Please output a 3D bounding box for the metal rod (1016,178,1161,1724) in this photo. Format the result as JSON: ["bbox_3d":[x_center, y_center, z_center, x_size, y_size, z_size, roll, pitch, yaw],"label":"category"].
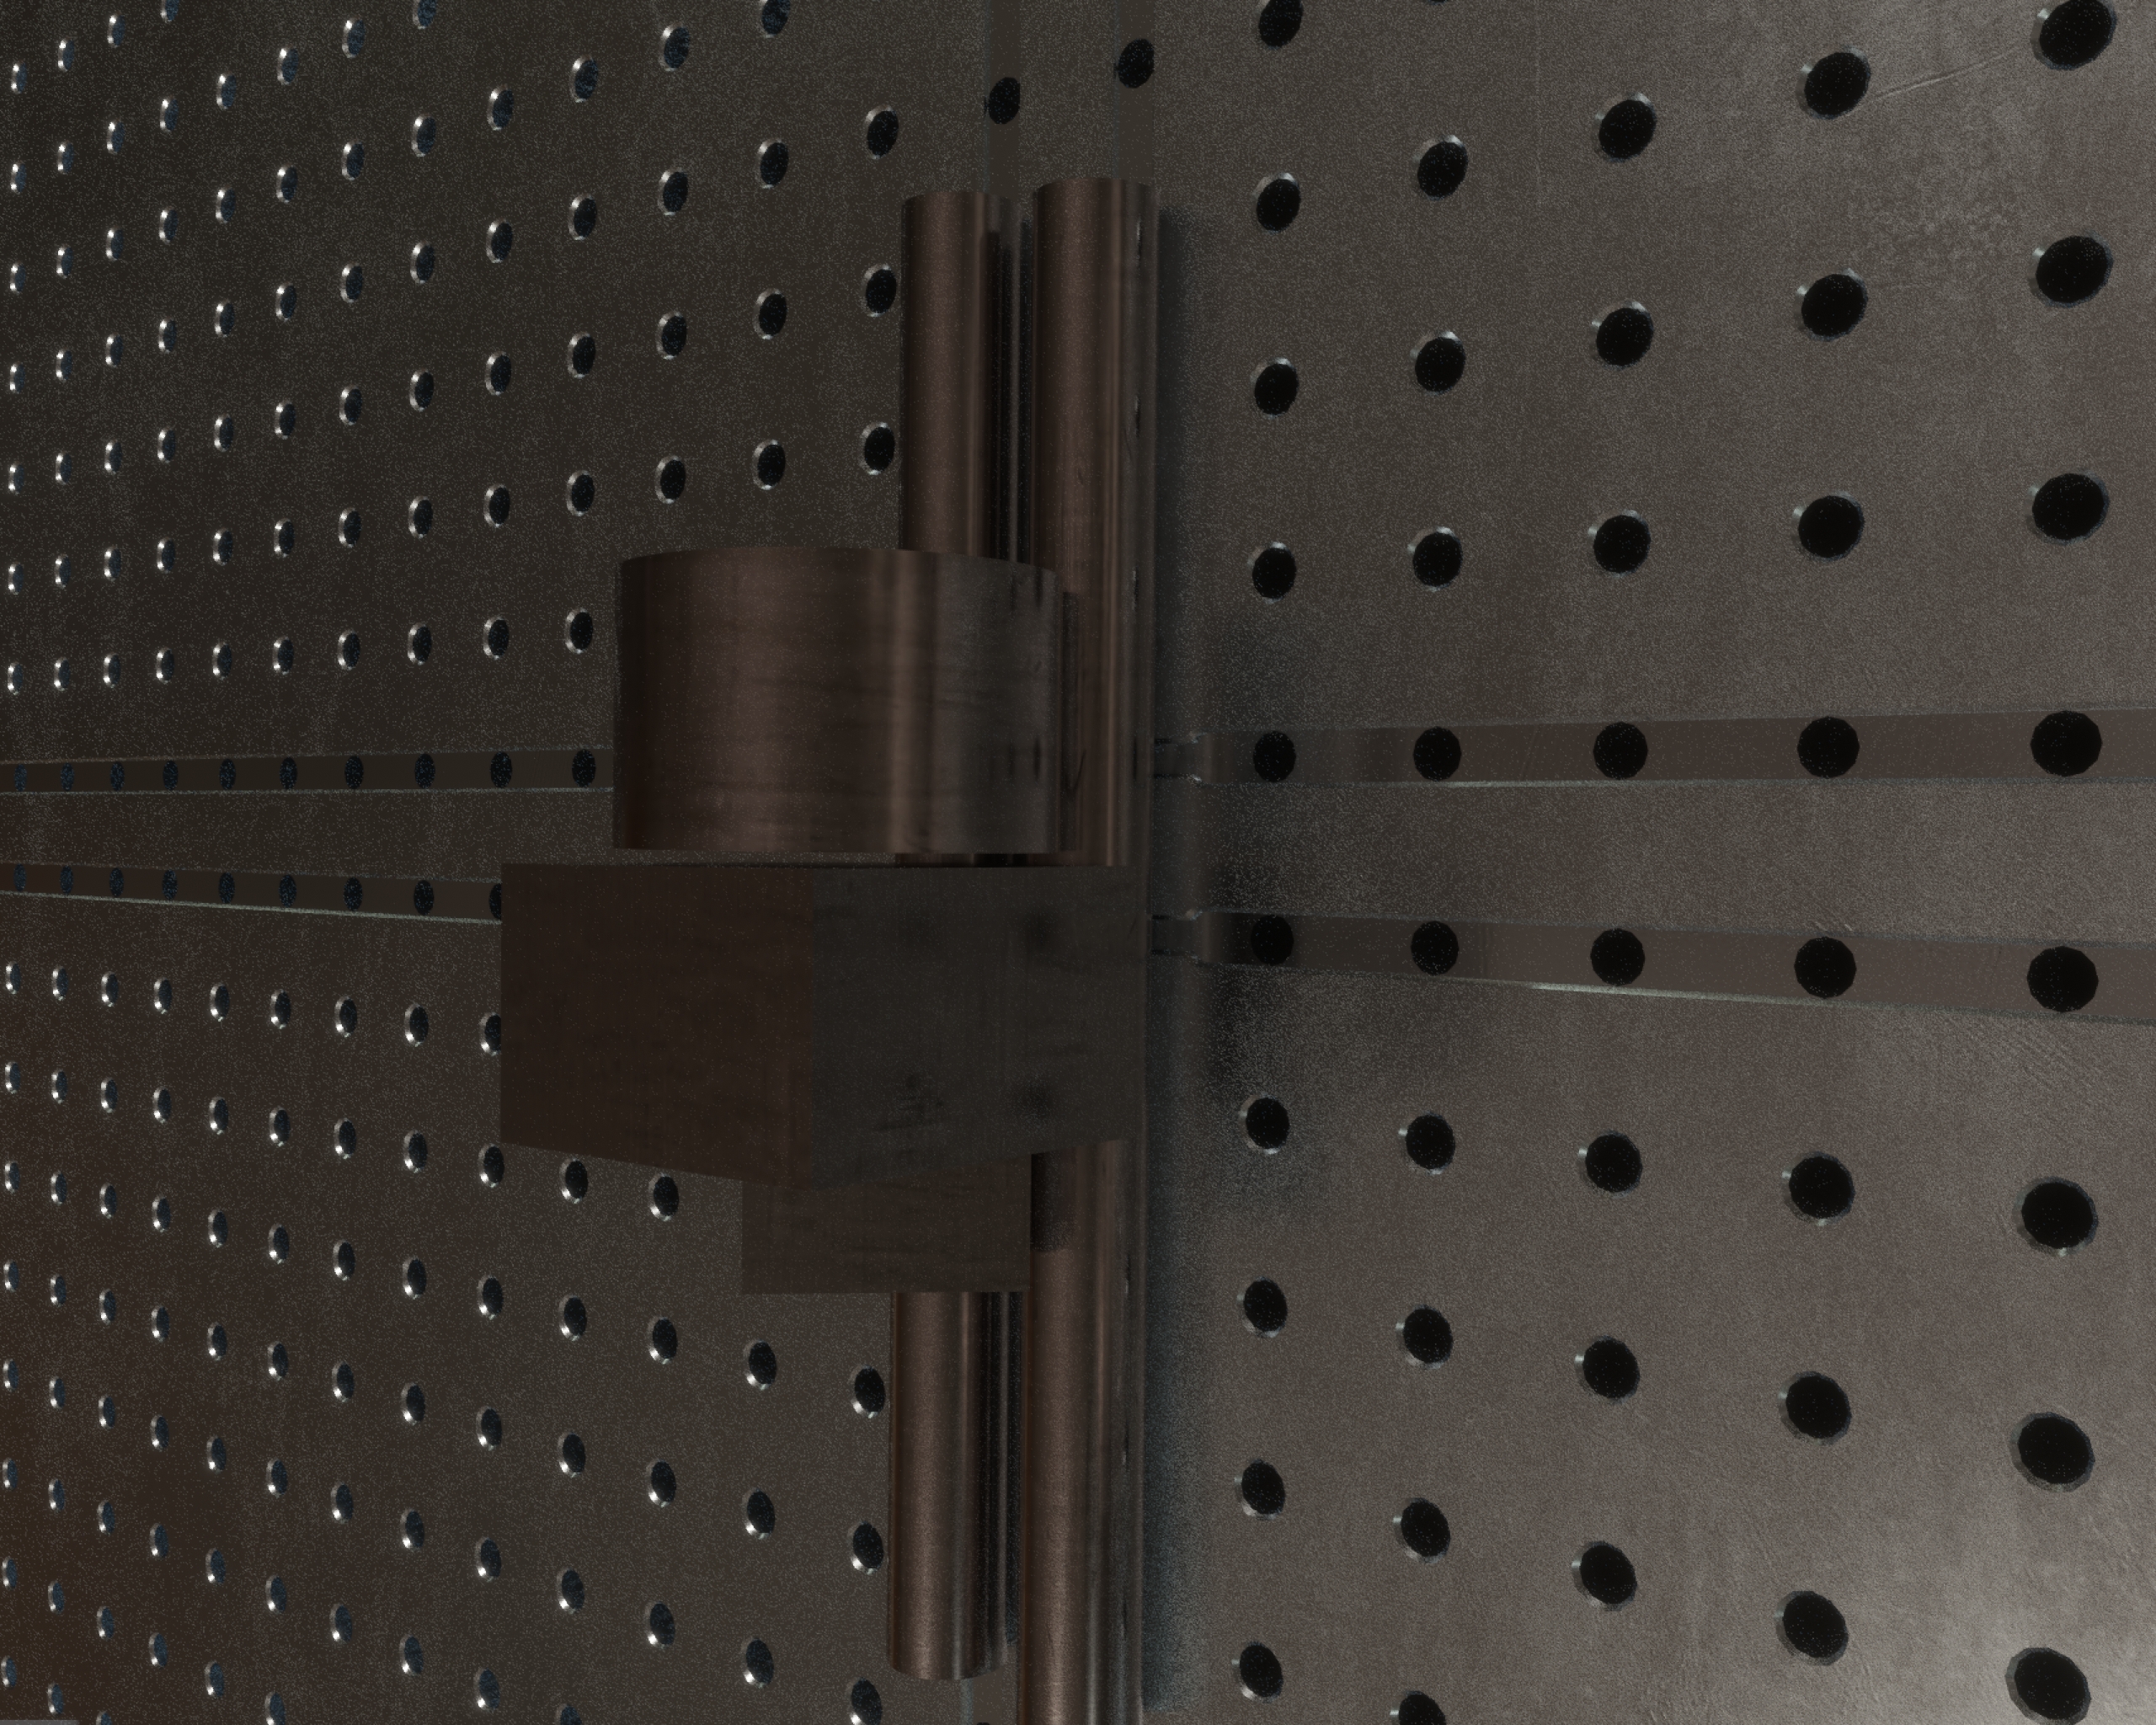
[{"bbox_3d":[0.002,0.020,0.407,0.025,0.025,0.298,1,91,39],"label":"metal rod"}]

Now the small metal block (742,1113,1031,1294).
[{"bbox_3d":[-0.036,0.063,0.391,0.050,0.050,0.025,1,91,-5],"label":"small metal block"}]

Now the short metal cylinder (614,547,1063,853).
[{"bbox_3d":[-0.043,-0.027,0.379,0.080,0.081,0.050,1,91,39],"label":"short metal cylinder"}]

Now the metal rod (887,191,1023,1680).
[{"bbox_3d":[-0.025,0.015,0.430,0.025,0.025,0.298,1,91,39],"label":"metal rod"}]

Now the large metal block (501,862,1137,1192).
[{"bbox_3d":[-0.046,0.025,0.377,0.080,0.081,0.050,1,91,39],"label":"large metal block"}]
